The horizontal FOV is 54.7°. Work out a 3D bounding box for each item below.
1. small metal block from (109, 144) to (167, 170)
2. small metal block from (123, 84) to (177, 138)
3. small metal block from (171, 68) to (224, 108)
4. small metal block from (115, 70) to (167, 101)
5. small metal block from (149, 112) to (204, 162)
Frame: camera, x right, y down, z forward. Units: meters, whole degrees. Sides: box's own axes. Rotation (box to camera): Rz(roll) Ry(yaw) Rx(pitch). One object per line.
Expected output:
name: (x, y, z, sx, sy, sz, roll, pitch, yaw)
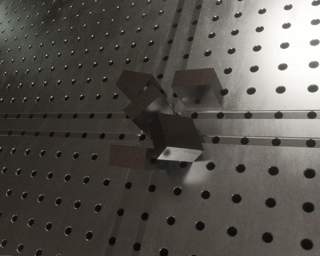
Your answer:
small metal block: (-0.026, 0.036, 0.379, 0.050, 0.050, 0.025, 4, 86, 29)
small metal block: (-0.012, -0.021, 0.410, 0.050, 0.050, 0.025, -43, 51, -1)
small metal block: (0.049, -0.050, 0.396, 0.050, 0.050, 0.025, 1, 63, 28)
small metal block: (-0.026, -0.054, 0.437, 0.050, 0.050, 0.025, 15, 70, 34)
small metal block: (0.019, 0.011, 0.371, 0.025, 0.050, 0.050, -54, 39, 41)
